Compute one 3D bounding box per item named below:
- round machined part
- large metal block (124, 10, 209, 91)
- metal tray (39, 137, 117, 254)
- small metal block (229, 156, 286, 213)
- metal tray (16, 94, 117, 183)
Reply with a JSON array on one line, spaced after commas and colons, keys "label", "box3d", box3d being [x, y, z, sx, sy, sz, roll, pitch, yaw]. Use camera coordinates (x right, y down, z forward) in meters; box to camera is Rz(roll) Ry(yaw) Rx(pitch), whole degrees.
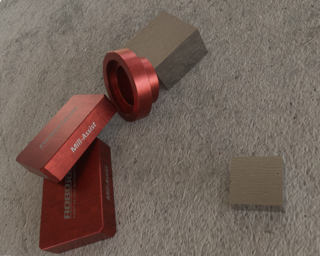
[{"label": "round machined part", "box3d": [-0.037, -0.060, 0.423, 0.042, 0.097, 0.098, -22, 45, -28]}, {"label": "large metal block", "box3d": [0.009, -0.114, 0.452, 0.080, 0.050, 0.080, -44, 51, -3]}, {"label": "metal tray", "box3d": [-0.107, 0.085, 0.403, 0.090, 0.030, 0.130, -21, 54, 15]}, {"label": "small metal block", "box3d": [0.100, 0.057, 0.316, 0.050, 0.025, 0.050, -4, 60, 25]}, {"label": "metal tray", "box3d": [-0.130, 0.009, 0.432, 0.090, 0.030, 0.130, 5, 52, 46]}]
